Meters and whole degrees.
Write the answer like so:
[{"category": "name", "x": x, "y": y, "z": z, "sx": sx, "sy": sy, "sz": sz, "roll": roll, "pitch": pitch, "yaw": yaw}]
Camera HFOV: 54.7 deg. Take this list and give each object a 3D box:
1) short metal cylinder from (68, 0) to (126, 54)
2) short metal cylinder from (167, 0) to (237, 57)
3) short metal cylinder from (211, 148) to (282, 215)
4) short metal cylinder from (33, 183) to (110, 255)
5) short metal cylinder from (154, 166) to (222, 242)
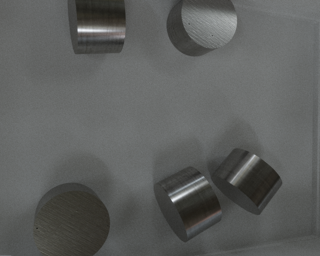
[{"category": "short metal cylinder", "x": -0.074, "y": -0.126, "z": 0.354, "sx": 0.050, "sy": 0.080, "sz": 0.079, "roll": -7, "pitch": 93, "yaw": -20}, {"category": "short metal cylinder", "x": 0.056, "y": -0.142, "z": 0.419, "sx": 0.081, "sy": 0.050, "sz": 0.079, "roll": 0, "pitch": 90, "yaw": -21}, {"category": "short metal cylinder", "x": 0.118, "y": 0.073, "z": 0.427, "sx": 0.080, "sy": 0.080, "sz": 0.050, "roll": 46, "pitch": 76, "yaw": -15}, {"category": "short metal cylinder", "x": -0.103, "y": 0.108, "z": 0.360, "sx": 0.081, "sy": 0.050, "sz": 0.079, "roll": 0, "pitch": 90, "yaw": -21}, {"category": "short metal cylinder", "x": 0.034, "y": 0.096, "z": 0.395, "sx": 0.050, "sy": 0.080, "sz": 0.080, "roll": -25, "pitch": 99, "yaw": -19}]
